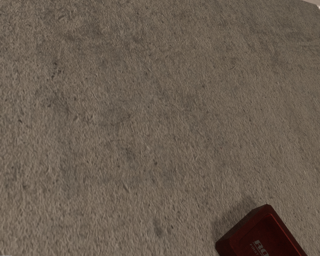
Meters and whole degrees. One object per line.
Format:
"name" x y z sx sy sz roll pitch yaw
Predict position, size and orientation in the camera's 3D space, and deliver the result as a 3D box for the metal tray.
"metal tray" 0.138 0.170 0.372 0.091 0.030 0.130 -25 76 -37
